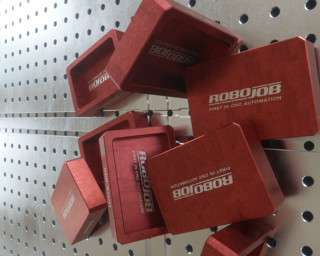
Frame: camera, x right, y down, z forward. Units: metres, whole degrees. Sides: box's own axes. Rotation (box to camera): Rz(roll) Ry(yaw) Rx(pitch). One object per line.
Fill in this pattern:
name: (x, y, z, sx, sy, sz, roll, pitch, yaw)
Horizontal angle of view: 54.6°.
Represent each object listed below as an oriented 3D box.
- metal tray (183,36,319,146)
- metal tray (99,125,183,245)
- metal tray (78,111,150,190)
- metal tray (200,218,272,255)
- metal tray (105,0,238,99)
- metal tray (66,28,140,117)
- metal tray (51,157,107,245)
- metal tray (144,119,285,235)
metal tray: (0.092, -0.032, 0.323, 0.130, 0.030, 0.090, -8, 91, 38)
metal tray: (-0.020, 0.066, 0.382, 0.030, 0.091, 0.129, 154, 109, -67)
metal tray: (-0.066, 0.038, 0.461, 0.130, 0.030, 0.090, -24, 75, 37)
metal tray: (0.063, 0.161, 0.315, 0.030, 0.091, 0.129, 27, 107, 36)
metal tray: (0.017, -0.077, 0.327, 0.030, 0.131, 0.090, 51, 120, 28)
metal tray: (-0.091, -0.080, 0.482, 0.130, 0.030, 0.090, -26, 74, 37)
metal tray: (-0.133, 0.119, 0.495, 0.090, 0.030, 0.129, 56, 137, 23)
metal tray: (0.050, 0.056, 0.328, 0.130, 0.030, 0.090, -27, 80, 37)
